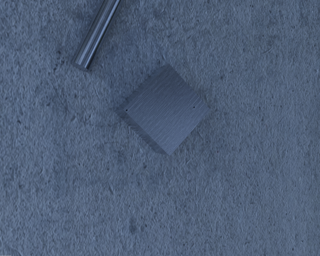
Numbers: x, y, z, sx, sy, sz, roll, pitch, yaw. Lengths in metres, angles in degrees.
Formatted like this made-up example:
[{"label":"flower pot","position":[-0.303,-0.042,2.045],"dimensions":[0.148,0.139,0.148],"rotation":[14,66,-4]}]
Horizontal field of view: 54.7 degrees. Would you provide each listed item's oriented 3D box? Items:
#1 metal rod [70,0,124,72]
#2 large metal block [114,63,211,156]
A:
[{"label":"metal rod","position":[-0.038,-0.209,0.395],"dimensions":[0.025,0.025,0.299],"rotation":[26,81,-19]},{"label":"large metal block","position":[0.002,-0.022,0.398],"dimensions":[0.080,0.050,0.080],"rotation":[46,76,-15]}]
